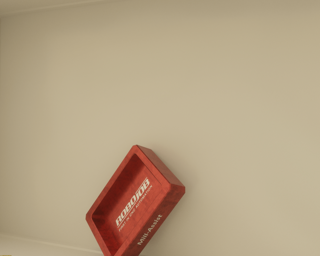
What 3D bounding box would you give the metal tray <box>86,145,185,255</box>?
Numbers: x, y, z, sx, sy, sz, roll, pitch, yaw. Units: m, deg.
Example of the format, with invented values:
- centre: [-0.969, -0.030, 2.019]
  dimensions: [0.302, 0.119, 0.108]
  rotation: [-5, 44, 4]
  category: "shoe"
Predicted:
- centre: [-0.036, 0.098, 0.399]
  dimensions: [0.130, 0.030, 0.090]
  rotation: [-55, 47, 10]
  category: "metal tray"
